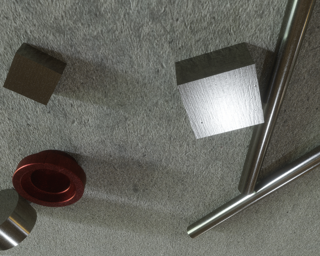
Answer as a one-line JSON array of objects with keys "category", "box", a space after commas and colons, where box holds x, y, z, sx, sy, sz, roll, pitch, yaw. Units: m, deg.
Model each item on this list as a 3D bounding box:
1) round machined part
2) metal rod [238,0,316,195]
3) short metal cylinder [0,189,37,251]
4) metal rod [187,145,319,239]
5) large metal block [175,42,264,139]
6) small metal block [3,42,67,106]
[{"category": "round machined part", "box": [-0.157, 0.070, 0.453, 0.099, 0.042, 0.097, -1, 130, 0]}, {"category": "metal rod", "box": [0.138, -0.017, 0.395, 0.025, 0.025, 0.298, 0, 130, -1]}, {"category": "short metal cylinder", "box": [-0.246, 0.144, 0.490, 0.080, 0.080, 0.050, -15, 129, 11]}, {"category": "metal rod", "box": [0.156, 0.106, 0.499, 0.025, 0.025, 0.299, 33, 123, -25]}, {"category": "large metal block", "box": [0.068, -0.041, 0.357, 0.080, 0.050, 0.080, -15, 129, 11]}, {"category": "small metal block", "box": [-0.142, -0.060, 0.354, 0.050, 0.025, 0.050, 26, 125, -21]}]
